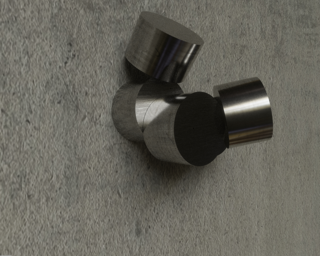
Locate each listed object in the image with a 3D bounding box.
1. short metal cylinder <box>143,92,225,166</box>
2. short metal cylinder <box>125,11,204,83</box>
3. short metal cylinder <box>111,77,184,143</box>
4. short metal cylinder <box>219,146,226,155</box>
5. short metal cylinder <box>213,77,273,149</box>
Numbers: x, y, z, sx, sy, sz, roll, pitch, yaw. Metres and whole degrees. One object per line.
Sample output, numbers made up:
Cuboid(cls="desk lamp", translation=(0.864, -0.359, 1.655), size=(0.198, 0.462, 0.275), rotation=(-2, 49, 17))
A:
Cuboid(cls="short metal cylinder", translation=(0.028, 0.001, 0.350), size=(0.081, 0.050, 0.079), rotation=(0, 90, -40))
Cuboid(cls="short metal cylinder", translation=(0.005, -0.096, 0.368), size=(0.081, 0.080, 0.050), rotation=(0, 129, -40))
Cuboid(cls="short metal cylinder", translation=(-0.012, -0.021, 0.381), size=(0.081, 0.050, 0.079), rotation=(0, 90, -40))
Cuboid(cls="short metal cylinder", translation=(0.057, -0.001, 0.440), size=(0.081, 0.050, 0.079), rotation=(0, 90, -40))
Cuboid(cls="short metal cylinder", translation=(0.100, -0.019, 0.382), size=(0.050, 0.080, 0.079), rotation=(-12, 101, 4))
